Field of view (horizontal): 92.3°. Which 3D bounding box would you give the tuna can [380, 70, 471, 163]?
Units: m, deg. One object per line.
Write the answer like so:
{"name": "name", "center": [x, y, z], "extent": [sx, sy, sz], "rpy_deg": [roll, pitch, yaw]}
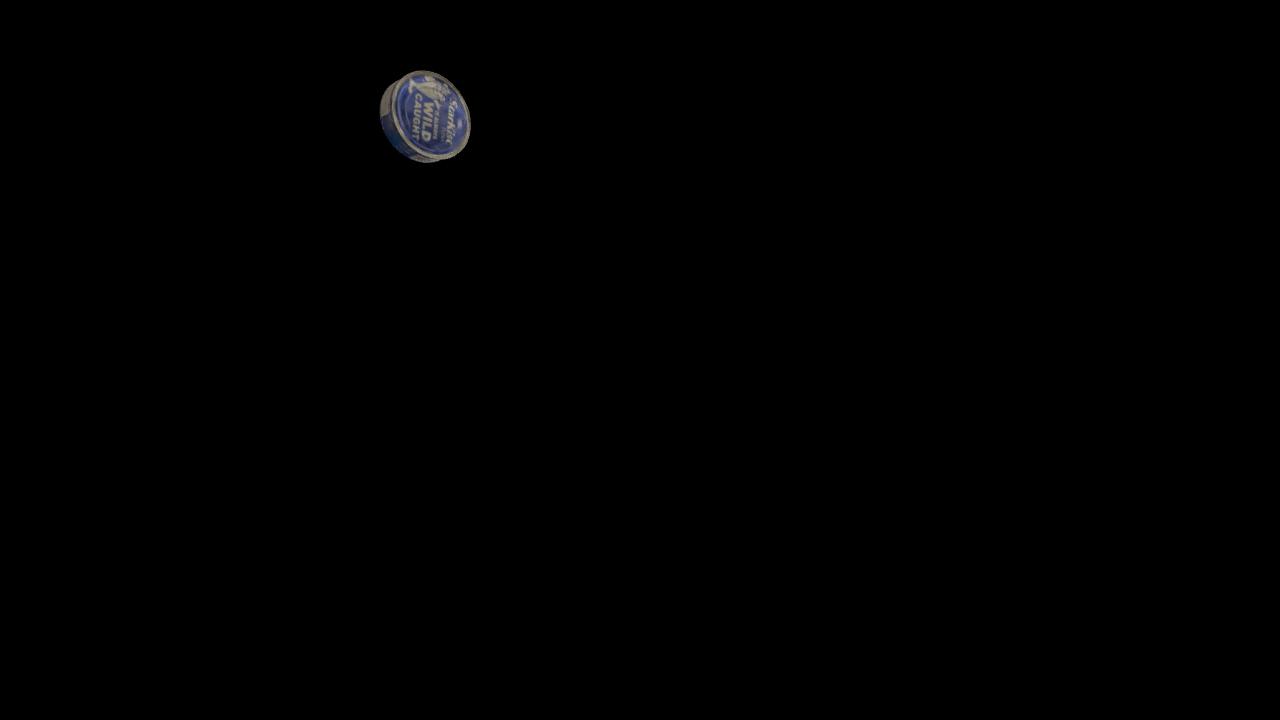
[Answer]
{"name": "tuna can", "center": [-0.216, -0.244, 0.622], "extent": [0.084, 0.084, 0.034], "rpy_deg": [0, 4, -45]}
